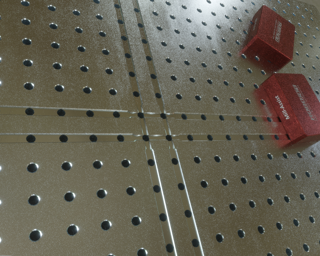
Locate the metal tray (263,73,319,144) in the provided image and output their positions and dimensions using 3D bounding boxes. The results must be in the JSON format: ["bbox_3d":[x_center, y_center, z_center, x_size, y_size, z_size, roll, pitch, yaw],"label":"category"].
[{"bbox_3d":[0.255,-0.039,0.570,0.091,0.030,0.130,-5,64,-31],"label":"metal tray"}]

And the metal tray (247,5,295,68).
[{"bbox_3d":[0.238,-0.196,0.656,0.090,0.030,0.130,30,52,-9],"label":"metal tray"}]
